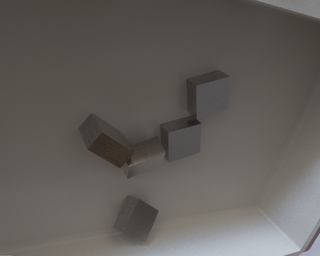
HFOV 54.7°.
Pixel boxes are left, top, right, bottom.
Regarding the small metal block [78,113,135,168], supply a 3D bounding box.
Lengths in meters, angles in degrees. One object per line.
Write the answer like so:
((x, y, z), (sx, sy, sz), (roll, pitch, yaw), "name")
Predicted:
((-0.064, 0.015, 0.367), (0.025, 0.050, 0.050), (-48, 127, 5), "small metal block")

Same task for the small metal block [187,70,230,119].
((0.065, -0.045, 0.418), (0.050, 0.025, 0.050), (-18, 126, -19), "small metal block")

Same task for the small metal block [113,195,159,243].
((-0.035, 0.135, 0.461), (0.050, 0.025, 0.050), (43, 62, -39), "small metal block")

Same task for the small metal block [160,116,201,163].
((0.029, 0.015, 0.436), (0.050, 0.025, 0.050), (-15, 125, -20), "small metal block")

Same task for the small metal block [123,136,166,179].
((-0.024, 0.039, 0.407), (0.050, 0.025, 0.050), (-20, 159, -17), "small metal block")
